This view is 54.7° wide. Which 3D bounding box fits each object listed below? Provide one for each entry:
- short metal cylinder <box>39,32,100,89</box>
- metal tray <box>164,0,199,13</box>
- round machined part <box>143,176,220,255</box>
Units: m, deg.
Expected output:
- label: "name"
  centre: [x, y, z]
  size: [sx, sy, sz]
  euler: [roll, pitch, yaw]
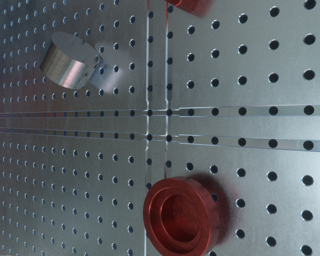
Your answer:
- label: "short metal cylinder"
  centre: [-0.143, -0.107, 0.492]
  size: [0.050, 0.081, 0.080]
  euler: [-51, 60, 28]
- label: "metal tray"
  centre: [0.031, -0.222, 0.381]
  size: [0.090, 0.030, 0.129]
  euler: [42, 115, 31]
- label: "round machined part"
  centre: [0.029, 0.107, 0.374]
  size: [0.098, 0.042, 0.097]
  euler: [0, 90, 40]
